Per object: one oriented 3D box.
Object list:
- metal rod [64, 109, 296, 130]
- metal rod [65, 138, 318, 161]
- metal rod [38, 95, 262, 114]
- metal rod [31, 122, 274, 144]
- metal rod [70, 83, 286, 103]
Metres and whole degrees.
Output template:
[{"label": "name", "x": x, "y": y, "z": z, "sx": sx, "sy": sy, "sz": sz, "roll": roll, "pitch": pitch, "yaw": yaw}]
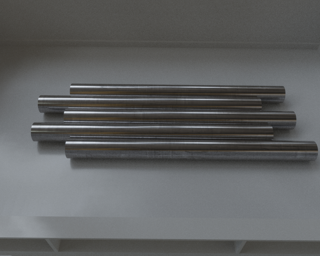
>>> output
[{"label": "metal rod", "x": 0.026, "y": -0.012, "z": 0.414, "sx": 0.302, "sy": 0.025, "sz": 0.025, "roll": 1, "pitch": 50, "yaw": 0}, {"label": "metal rod", "x": 0.038, "y": 0.027, "z": 0.381, "sx": 0.302, "sy": 0.025, "sz": 0.025, "roll": 1, "pitch": 50, "yaw": 0}, {"label": "metal rod", "x": -0.013, "y": -0.031, "z": 0.429, "sx": 0.302, "sy": 0.025, "sz": 0.025, "roll": 1, "pitch": 50, "yaw": 0}, {"label": "metal rod", "x": -0.009, "y": 0.007, "z": 0.397, "sx": 0.302, "sy": 0.025, "sz": 0.025, "roll": 1, "pitch": 50, "yaw": 0}, {"label": "metal rod", "x": 0.025, "y": -0.050, "z": 0.445, "sx": 0.302, "sy": 0.025, "sz": 0.025, "roll": 1, "pitch": 50, "yaw": 0}]
